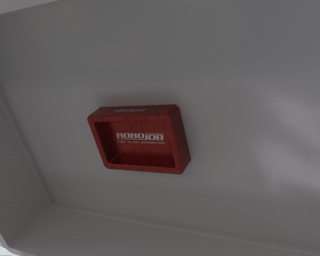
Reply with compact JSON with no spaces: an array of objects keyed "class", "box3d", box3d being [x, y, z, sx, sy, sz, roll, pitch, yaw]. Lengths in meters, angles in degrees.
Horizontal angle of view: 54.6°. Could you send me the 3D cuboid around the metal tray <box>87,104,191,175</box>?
[{"class":"metal tray","box3d":[-0.030,0.016,0.431,0.130,0.030,0.090,0,119,28]}]
